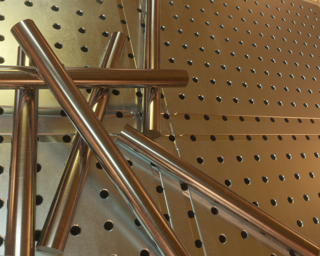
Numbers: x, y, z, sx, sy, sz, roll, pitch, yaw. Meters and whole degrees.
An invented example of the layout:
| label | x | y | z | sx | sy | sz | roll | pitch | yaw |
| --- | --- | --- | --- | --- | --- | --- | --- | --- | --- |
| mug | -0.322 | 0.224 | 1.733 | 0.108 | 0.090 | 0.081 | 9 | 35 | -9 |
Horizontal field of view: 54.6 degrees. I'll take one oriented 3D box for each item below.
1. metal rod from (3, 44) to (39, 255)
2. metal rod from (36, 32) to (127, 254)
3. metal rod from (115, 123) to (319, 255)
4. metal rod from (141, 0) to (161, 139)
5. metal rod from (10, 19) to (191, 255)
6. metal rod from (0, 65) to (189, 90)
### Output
| label | x | y | z | sx | sy | sz | roll | pitch | yaw |
| --- | --- | --- | --- | --- | --- | --- | --- | --- | --- |
| metal rod | -0.137 | 0.037 | 0.311 | 0.025 | 0.025 | 0.299 | 4 | 60 | -26 |
| metal rod | -0.081 | -0.010 | 0.370 | 0.025 | 0.025 | 0.300 | 21 | 54 | -16 |
| metal rod | 0.078 | 0.085 | 0.397 | 0.301 | 0.025 | 0.025 | 33 | 52 | -7 |
| metal rod | -0.012 | -0.119 | 0.474 | 0.025 | 0.025 | 0.300 | 13 | 56 | -21 |
| metal rod | -0.058 | 0.022 | 0.324 | 0.025 | 0.025 | 0.299 | -36 | 94 | -38 |
| metal rod | -0.097 | -0.058 | 0.357 | 0.302 | 0.025 | 0.025 | -5 | 64 | -30 |
